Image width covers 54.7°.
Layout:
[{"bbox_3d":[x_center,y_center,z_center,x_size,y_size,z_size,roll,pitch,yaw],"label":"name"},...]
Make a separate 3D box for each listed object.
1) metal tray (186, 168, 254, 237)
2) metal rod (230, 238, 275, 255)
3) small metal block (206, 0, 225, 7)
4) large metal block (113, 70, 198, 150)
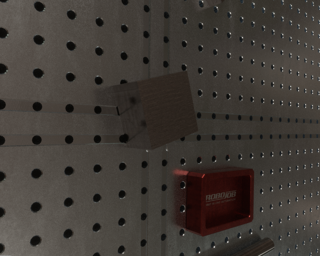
[{"bbox_3d":[0.099,0.112,0.491,0.131,0.030,0.089,2,89,-40],"label":"metal tray"},{"bbox_3d":[0.090,0.227,0.487,0.302,0.025,0.025,-4,93,-40],"label":"metal rod"},{"bbox_3d":[0.088,-0.228,0.485,0.050,0.025,0.050,-52,121,-28],"label":"small metal block"},{"bbox_3d":[-0.004,-0.024,0.392,0.081,0.050,0.079,-20,103,-39],"label":"large metal block"}]
